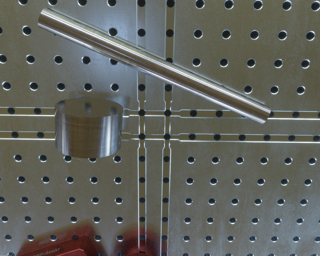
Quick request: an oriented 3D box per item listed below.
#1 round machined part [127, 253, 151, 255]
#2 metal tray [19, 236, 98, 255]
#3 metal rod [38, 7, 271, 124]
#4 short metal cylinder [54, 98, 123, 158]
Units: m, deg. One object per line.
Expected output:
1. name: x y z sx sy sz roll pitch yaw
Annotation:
1. round machined part: -0.035 0.240 0.493 0.099 0.042 0.097 0 110 -1
2. metal tray: -0.161 0.233 0.494 0.131 0.030 0.090 -19 109 6
3. metal rod: 0.001 -0.073 0.386 0.302 0.025 0.025 22 108 -9
4. short metal cylinder: -0.087 -0.003 0.382 0.081 0.080 0.050 5 110 -2
